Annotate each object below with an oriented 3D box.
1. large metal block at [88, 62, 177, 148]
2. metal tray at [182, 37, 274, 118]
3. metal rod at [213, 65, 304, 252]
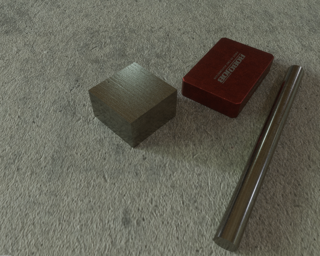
[{"bbox_3d":[-0.035,-0.033,0.414,0.080,0.050,0.080,37,59,27],"label":"large metal block"},{"bbox_3d":[0.104,-0.081,0.469,0.090,0.030,0.131,28,55,21],"label":"metal tray"},{"bbox_3d":[0.137,0.014,0.392,0.025,0.025,0.301,23,53,18],"label":"metal rod"}]
